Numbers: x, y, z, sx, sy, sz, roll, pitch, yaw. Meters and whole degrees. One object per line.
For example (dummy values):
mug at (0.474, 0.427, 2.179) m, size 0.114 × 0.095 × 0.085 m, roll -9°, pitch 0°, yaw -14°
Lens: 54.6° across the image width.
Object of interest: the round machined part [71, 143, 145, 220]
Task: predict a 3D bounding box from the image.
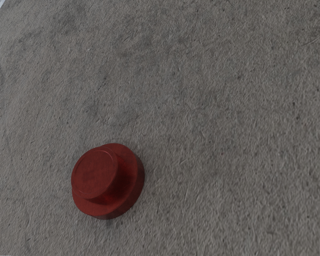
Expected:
round machined part at (-0.073, 0.063, 0.394) m, size 0.098 × 0.042 × 0.098 m, roll -13°, pitch 56°, yaw 21°
